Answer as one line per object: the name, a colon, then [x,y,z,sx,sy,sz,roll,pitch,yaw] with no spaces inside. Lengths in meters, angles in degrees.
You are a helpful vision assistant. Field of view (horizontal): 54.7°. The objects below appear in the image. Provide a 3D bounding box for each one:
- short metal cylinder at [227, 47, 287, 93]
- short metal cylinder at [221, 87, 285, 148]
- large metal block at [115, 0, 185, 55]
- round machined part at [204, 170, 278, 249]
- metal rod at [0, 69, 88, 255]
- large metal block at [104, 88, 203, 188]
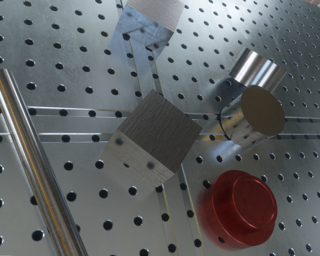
short metal cylinder: [0.159,-0.092,0.510,0.080,0.050,0.080,27,19,-10]
short metal cylinder: [0.141,-0.016,0.473,0.081,0.050,0.080,11,63,-21]
large metal block: [-0.014,-0.177,0.492,0.080,0.050,0.080,27,52,-12]
round machined part: [0.109,0.099,0.395,0.099,0.042,0.098,14,56,-21]
metal rod: [-0.110,0.068,0.307,0.025,0.025,0.299,-17,71,-35]
large metal block: [-0.007,0.012,0.381,0.080,0.050,0.080,39,51,-2]
